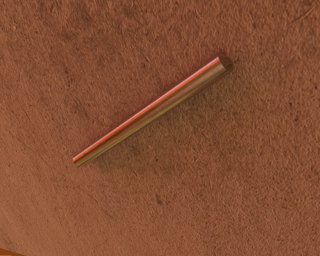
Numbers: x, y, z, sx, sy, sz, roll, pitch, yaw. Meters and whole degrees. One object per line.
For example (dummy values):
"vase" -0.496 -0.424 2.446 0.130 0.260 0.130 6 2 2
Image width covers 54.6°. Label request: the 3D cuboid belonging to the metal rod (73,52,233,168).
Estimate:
"metal rod" -0.031 -0.008 0.418 0.299 0.025 0.025 -31 101 38
